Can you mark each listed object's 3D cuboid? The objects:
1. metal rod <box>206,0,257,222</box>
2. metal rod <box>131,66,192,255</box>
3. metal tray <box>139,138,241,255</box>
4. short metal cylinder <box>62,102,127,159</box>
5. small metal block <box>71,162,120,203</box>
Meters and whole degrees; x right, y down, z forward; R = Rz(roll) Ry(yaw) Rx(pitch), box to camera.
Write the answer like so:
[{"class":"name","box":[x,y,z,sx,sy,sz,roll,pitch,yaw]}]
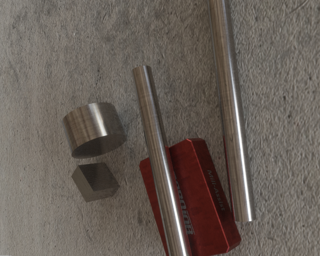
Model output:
[{"class":"metal rod","box":[0.075,-0.051,0.342,0.025,0.025,0.298,-10,84,39]},{"class":"metal rod","box":[0.008,0.072,0.358,0.025,0.025,0.299,-20,77,38]},{"class":"metal tray","box":[0.032,0.087,0.376,0.090,0.030,0.129,-29,72,36]},{"class":"short metal cylinder","box":[-0.094,0.005,0.447,0.080,0.081,0.050,-35,69,34]},{"class":"small metal block","box":[-0.097,0.081,0.469,0.050,0.050,0.025,51,120,28]}]
